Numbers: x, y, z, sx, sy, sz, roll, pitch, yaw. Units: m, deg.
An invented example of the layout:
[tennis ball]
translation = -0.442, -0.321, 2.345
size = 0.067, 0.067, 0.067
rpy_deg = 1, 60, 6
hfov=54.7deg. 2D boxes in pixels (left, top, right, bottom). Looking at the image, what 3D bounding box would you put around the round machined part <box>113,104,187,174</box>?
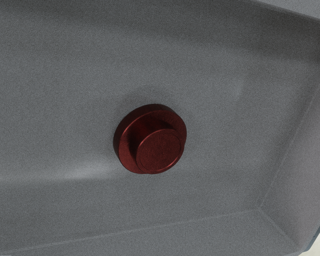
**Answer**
[round machined part]
translation = -0.007, 0.021, 0.404
size = 0.099, 0.042, 0.097
rpy_deg = -14, 125, -21
